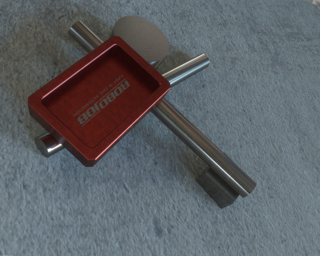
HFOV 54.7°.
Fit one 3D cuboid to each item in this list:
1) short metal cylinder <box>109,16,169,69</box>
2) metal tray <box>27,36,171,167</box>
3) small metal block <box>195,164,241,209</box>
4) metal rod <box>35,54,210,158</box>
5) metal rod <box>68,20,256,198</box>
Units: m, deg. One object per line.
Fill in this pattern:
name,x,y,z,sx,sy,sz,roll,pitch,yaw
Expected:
short metal cylinder,-0.034,-0.110,0.439,0.081,0.050,0.080,14,56,-21
metal tray,-0.062,-0.033,0.340,0.090,0.030,0.131,43,62,2
small metal block,0.083,0.069,0.410,0.050,0.025,0.050,47,51,5
metal rod,-0.026,-0.045,0.420,0.302,0.025,0.025,-34,81,-38
metal rod,0.002,-0.025,0.391,0.300,0.025,0.025,43,51,1
